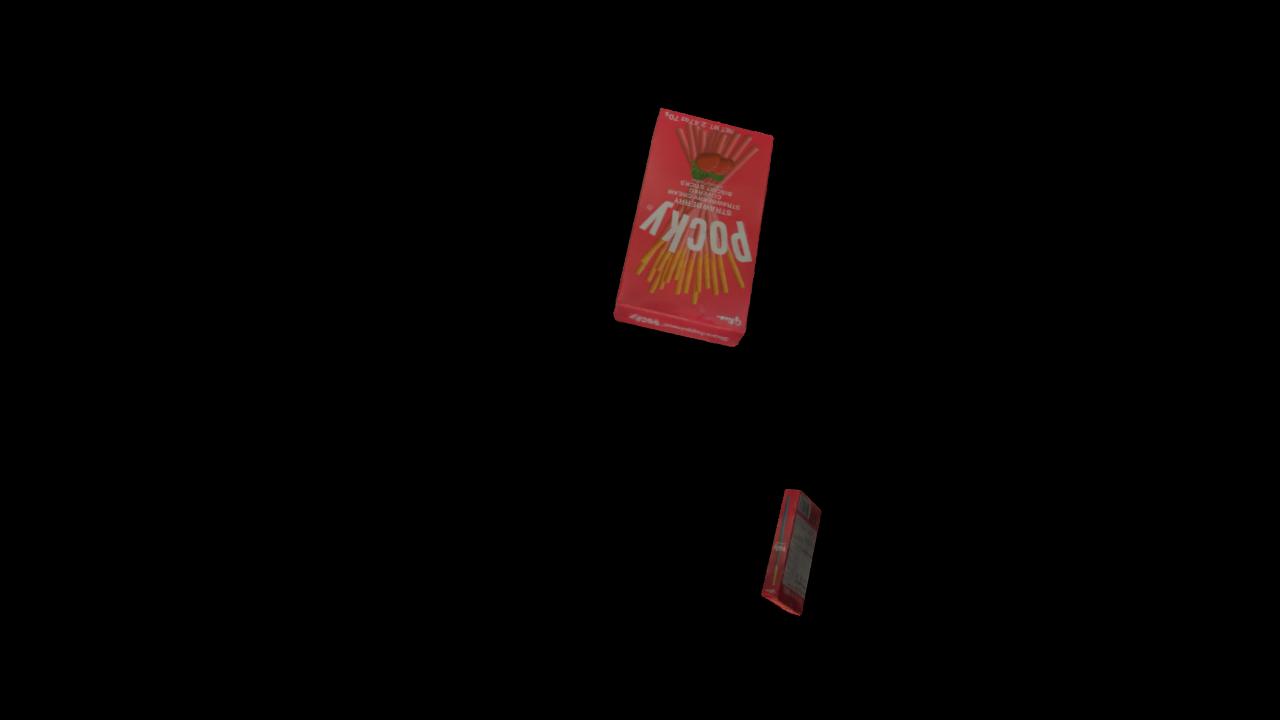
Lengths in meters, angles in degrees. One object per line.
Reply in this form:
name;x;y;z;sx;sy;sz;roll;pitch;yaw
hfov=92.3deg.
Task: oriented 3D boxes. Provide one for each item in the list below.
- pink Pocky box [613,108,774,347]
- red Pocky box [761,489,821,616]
pink Pocky box;0.038;-0.091;0.411;0.084;0.155;0.029;13;-19;-3
red Pocky box;0.215;0.268;0.864;0.028;0.155;0.083;-3;-34;39
